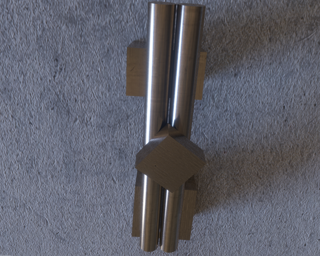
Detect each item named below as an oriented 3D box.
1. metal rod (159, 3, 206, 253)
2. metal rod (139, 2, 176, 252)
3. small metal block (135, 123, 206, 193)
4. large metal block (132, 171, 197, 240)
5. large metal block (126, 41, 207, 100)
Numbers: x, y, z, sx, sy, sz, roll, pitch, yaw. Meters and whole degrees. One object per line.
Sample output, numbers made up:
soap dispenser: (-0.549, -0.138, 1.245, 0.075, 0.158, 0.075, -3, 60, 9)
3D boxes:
metal rod: (0.020, 0.023, 0.342, 0.025, 0.025, 0.298, 3, 117, -1)
metal rod: (-0.006, 0.022, 0.341, 0.025, 0.025, 0.298, 3, 117, -1)
small metal block: (0.010, 0.032, 0.319, 0.050, 0.025, 0.050, 38, 111, -19)
large metal block: (0.005, 0.106, 0.436, 0.081, 0.050, 0.079, 5, 110, -2)
large metal block: (0.006, -0.069, 0.357, 0.081, 0.080, 0.050, 3, 110, -1)
